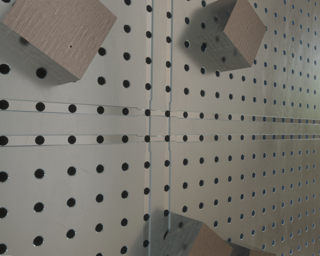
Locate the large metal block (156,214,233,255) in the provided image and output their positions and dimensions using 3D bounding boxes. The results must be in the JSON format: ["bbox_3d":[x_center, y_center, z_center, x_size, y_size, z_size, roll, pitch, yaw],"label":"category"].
[{"bbox_3d":[0.046,0.180,0.431,0.080,0.050,0.080,46,62,-30],"label":"large metal block"}]

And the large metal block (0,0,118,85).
[{"bbox_3d":[-0.103,-0.101,0.306,0.080,0.050,0.080,38,67,-34],"label":"large metal block"}]

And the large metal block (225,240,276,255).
[{"bbox_3d":[0.141,0.237,0.510,0.080,0.050,0.080,26,74,-37],"label":"large metal block"}]

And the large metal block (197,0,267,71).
[{"bbox_3d":[0.115,-0.149,0.487,0.080,0.050,0.080,39,66,-33],"label":"large metal block"}]
